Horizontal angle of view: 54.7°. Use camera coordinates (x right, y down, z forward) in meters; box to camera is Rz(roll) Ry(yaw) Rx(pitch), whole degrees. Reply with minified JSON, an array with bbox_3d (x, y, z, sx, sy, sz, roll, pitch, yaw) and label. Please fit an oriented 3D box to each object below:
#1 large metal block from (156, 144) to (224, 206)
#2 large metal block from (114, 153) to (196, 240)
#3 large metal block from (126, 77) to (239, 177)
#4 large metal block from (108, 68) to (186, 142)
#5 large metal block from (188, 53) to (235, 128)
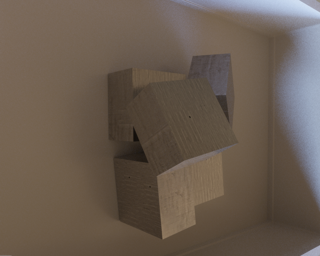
[{"bbox_3d":[0.039,0.057,0.421,0.081,0.050,0.079,-7,95,-40],"label":"large metal block"},{"bbox_3d":[-0.008,0.073,0.364,0.050,0.080,0.079,-9,96,-40],"label":"large metal block"},{"bbox_3d":[0.023,-0.003,0.325,0.081,0.050,0.080,-12,73,-39],"label":"large metal block"},{"bbox_3d":[-0.015,-0.026,0.378,0.081,0.050,0.079,-1,91,-40],"label":"large metal block"},{"bbox_3d":[0.070,-0.042,0.416,0.080,0.050,0.080,70,27,-46],"label":"large metal block"}]
